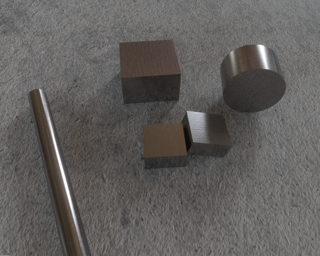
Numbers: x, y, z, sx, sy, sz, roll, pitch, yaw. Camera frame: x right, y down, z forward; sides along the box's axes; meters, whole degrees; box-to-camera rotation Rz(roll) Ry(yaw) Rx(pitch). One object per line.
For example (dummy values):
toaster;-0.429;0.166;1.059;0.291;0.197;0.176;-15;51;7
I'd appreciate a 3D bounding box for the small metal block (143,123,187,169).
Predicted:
small metal block;0.005;0.022;0.385;0.050;0.025;0.050;-3;50;-3

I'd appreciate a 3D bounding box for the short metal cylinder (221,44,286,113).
short metal cylinder;0.125;-0.066;0.425;0.081;0.080;0.050;2;50;1

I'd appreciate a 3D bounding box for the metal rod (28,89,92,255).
metal rod;-0.115;0.060;0.350;0.025;0.025;0.300;-18;53;-15

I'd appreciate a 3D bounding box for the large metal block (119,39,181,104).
large metal block;-0.016;-0.084;0.457;0.081;0.050;0.080;-5;50;-5

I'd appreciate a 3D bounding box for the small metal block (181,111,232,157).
small metal block;0.057;0.008;0.390;0.050;0.025;0.050;6;49;-15
